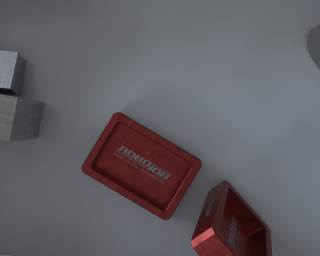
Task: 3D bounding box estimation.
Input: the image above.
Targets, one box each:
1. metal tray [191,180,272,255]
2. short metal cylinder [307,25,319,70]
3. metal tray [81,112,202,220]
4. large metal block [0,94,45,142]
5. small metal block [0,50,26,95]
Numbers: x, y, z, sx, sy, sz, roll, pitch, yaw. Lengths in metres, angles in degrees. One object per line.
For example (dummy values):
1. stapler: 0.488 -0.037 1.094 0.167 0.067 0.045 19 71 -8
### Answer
1. metal tray: 0.088 0.124 0.357 0.030 0.130 0.090 -42 88 21
2. short metal cylinder: 0.234 -0.104 0.387 0.050 0.080 0.080 -33 90 0
3. metal tray: -0.023 0.049 0.408 0.130 0.030 0.090 31 90 -1
4. large metal block: -0.201 -0.017 0.381 0.080 0.080 0.050 11 90 -1
5. small metal block: -0.210 -0.073 0.404 0.050 0.025 0.050 6 78 -1
